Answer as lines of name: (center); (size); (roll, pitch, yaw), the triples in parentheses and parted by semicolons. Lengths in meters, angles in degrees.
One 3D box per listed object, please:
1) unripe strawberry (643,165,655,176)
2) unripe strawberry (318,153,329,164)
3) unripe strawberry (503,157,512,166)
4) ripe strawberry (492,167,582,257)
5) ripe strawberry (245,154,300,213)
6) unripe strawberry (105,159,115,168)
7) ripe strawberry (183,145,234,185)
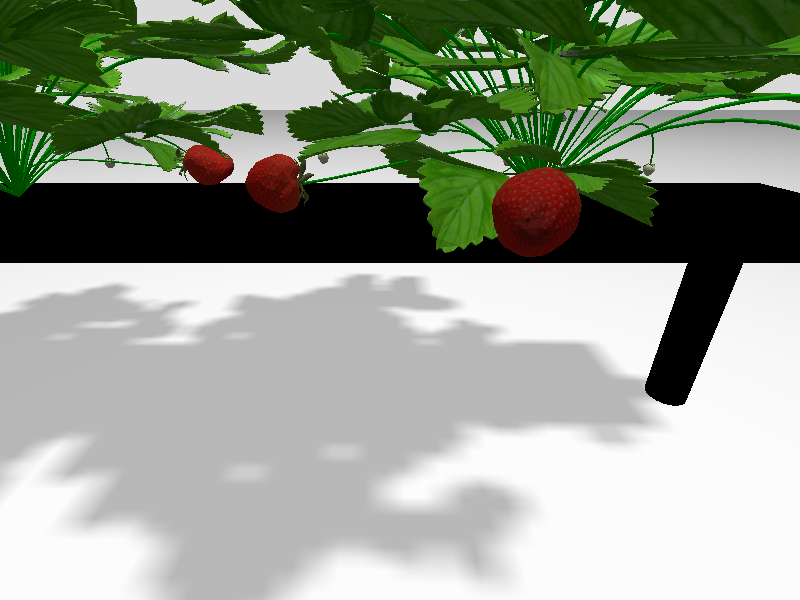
unripe strawberry: (0.258, -0.135, 0.415); (0.011, 0.011, 0.011); (-15, 30, -27)
unripe strawberry: (-0.084, -0.156, 0.440); (0.011, 0.011, 0.011); (14, 30, 26)
unripe strawberry: (0.128, -0.164, 0.476); (0.010, 0.011, 0.011); (1, 27, 3)
ripe strawberry: (0.070, -0.043, 0.208); (0.045, 0.047, 0.049); (9, 29, 17)
ripe strawberry: (-0.092, -0.085, 0.292); (0.039, 0.040, 0.035); (-7, 28, -12)
unripe strawberry: (-0.345, -0.162, 0.476); (0.011, 0.010, 0.010); (-3, 27, -5)
ripe strawberry: (-0.180, -0.128, 0.380); (0.042, 0.036, 0.042); (-8, 28, -16)
